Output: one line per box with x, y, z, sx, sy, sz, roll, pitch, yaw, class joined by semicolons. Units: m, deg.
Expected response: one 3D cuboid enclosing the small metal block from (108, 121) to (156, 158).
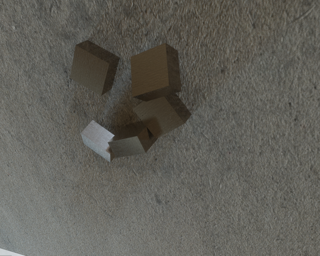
-0.033;0.013;0.416;0.050;0.050;0.025;-12;112;33;small metal block

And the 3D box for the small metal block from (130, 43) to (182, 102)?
-0.005;-0.062;0.355;0.050;0.025;0.050;-13;74;33;small metal block

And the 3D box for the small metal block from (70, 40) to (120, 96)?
-0.085;-0.078;0.404;0.050;0.025;0.050;30;128;8;small metal block

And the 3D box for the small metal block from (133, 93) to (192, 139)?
0.003;-0.021;0.393;0.050;0.025;0.050;-30;102;37;small metal block

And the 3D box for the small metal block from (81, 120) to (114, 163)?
-0.085;0.020;0.450;0.050;0.025;0.050;35;159;5;small metal block
